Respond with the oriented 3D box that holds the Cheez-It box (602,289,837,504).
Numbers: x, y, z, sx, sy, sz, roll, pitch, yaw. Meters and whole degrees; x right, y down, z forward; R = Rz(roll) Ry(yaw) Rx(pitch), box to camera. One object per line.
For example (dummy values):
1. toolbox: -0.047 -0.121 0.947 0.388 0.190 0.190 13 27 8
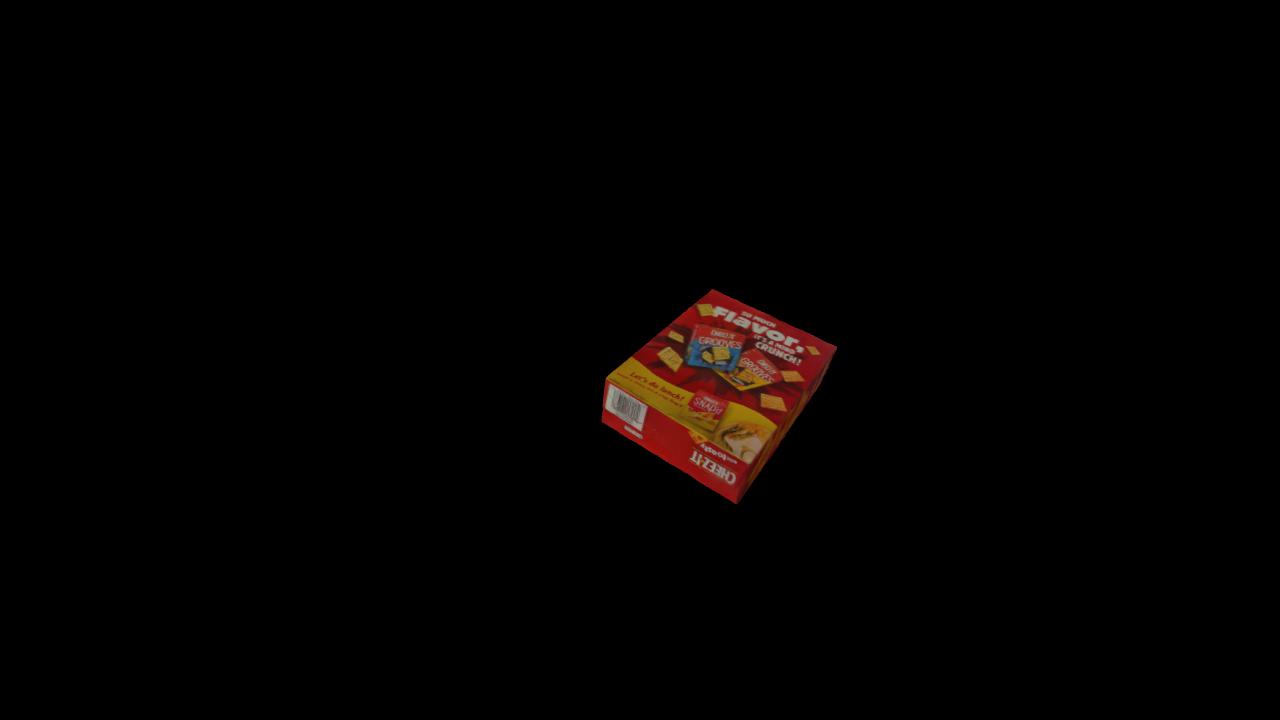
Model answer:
1. Cheez-It box: 0.089 0.024 0.660 0.166 0.071 0.223 29 45 20
